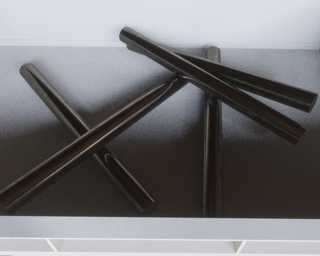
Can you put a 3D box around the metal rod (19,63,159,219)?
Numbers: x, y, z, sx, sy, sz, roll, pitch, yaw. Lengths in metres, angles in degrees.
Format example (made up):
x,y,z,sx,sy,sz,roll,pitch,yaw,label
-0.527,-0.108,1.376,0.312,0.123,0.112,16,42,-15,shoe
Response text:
x,y,z,sx,sy,sz,roll,pitch,yaw,label
-0.107,-0.001,0.404,0.025,0.025,0.300,-33,58,-25,metal rod

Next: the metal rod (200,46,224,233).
x,y,z,sx,sy,sz,roll,pitch,yaw,label
0.070,-0.011,0.414,0.025,0.025,0.300,5,50,4,metal rod

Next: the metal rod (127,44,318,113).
x,y,z,sx,sy,sz,roll,pitch,yaw,label
0.068,-0.087,0.446,0.300,0.025,0.025,26,54,31,metal rod

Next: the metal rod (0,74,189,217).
x,y,z,sx,sy,sz,roll,pitch,yaw,label
-0.055,-0.003,0.378,0.025,0.025,0.302,31,48,23,metal rod

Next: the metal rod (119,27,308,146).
x,y,z,sx,sy,sz,roll,pitch,yaw,label
0.056,-0.069,0.428,0.300,0.025,0.025,35,58,24,metal rod
